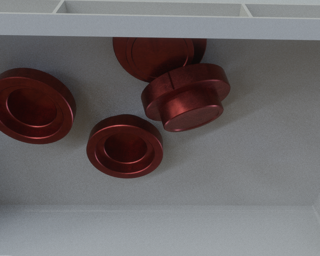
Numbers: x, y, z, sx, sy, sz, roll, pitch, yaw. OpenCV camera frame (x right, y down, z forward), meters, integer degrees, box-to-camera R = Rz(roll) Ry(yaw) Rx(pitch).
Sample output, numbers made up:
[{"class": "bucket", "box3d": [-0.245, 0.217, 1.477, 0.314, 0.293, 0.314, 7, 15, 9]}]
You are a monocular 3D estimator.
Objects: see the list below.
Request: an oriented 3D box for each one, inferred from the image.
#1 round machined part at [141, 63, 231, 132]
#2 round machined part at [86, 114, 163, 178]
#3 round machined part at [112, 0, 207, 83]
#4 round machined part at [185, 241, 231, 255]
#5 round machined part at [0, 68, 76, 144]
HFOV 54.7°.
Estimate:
[{"class": "round machined part", "box3d": [0.032, -0.027, 0.345, 0.099, 0.042, 0.098, -15, 162, -5]}, {"class": "round machined part", "box3d": [-0.045, 0.020, 0.415, 0.099, 0.042, 0.097, -1, 130, 0]}, {"class": "round machined part", "box3d": [0.000, -0.087, 0.324, 0.099, 0.042, 0.097, -1, 130, 0]}, {"class": "round machined part", "box3d": [0.097, 0.267, 0.630, 0.099, 0.042, 0.097, -1, 130, 0]}, {"class": "round machined part", "box3d": [-0.150, -0.030, 0.370, 0.099, 0.042, 0.097, -1, 130, 0]}]
